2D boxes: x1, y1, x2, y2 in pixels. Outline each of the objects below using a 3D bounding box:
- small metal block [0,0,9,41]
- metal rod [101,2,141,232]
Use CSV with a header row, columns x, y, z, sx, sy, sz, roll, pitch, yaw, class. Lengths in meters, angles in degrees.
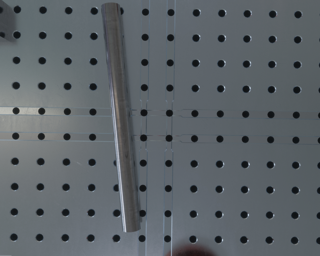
x,y,z,sx,sy,sz,roll,pitch,yaw,class
-0.233,-0.143,0.411,0.050,0.025,0.050,-2,90,0,small metal block
-0.052,-0.014,0.412,0.025,0.025,0.298,-5,90,0,metal rod
